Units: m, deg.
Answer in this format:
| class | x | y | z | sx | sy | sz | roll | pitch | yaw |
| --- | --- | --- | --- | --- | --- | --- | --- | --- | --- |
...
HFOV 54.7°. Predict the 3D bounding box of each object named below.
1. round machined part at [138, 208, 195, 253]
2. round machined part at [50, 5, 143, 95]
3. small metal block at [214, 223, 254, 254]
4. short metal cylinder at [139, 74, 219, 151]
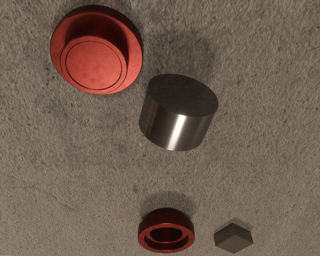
| class | x | y | z | sx | sy | sz | roll | pitch | yaw |
| --- | --- | --- | --- | --- | --- | --- | --- | --- | --- |
| round machined part | 0.011 | 0.178 | 0.548 | 0.099 | 0.042 | 0.097 | -1 | 130 | 0 |
| round machined part | -0.067 | -0.075 | 0.331 | 0.099 | 0.042 | 0.097 | -1 | 130 | 0 |
| small metal block | 0.139 | 0.211 | 0.589 | 0.050 | 0.025 | 0.050 | 30 | 124 | -24 |
| short metal cylinder | 0.020 | -0.019 | 0.355 | 0.081 | 0.080 | 0.050 | 10 | 129 | -9 |
